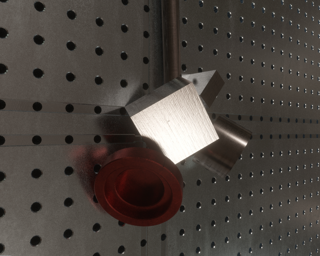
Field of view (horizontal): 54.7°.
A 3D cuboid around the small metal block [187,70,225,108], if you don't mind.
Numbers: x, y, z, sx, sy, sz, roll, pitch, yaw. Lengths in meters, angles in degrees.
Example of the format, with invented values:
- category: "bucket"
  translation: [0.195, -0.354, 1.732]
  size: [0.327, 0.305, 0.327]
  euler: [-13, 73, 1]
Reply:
- category: "small metal block"
  translation: [0.056, -0.054, 0.442]
  size: [0.025, 0.050, 0.050]
  euler: [49, 61, -29]

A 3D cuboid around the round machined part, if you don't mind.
- category: "round machined part"
  translation: [-0.022, 0.063, 0.358]
  size: [0.098, 0.098, 0.042]
  euler: [62, 19, -22]

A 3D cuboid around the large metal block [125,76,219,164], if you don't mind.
- category: "large metal block"
  translation: [0.014, -0.007, 0.384]
  size: [0.080, 0.050, 0.080]
  euler: [-30, 112, -4]

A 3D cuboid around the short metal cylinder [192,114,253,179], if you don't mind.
- category: "short metal cylinder"
  translation: [0.088, 0.026, 0.442]
  size: [0.050, 0.080, 0.080]
  euler: [31, 63, 10]

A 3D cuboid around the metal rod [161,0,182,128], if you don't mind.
- category: "metal rod"
  translation: [0.015, -0.149, 0.422]
  size: [0.025, 0.025, 0.298]
  euler: [-4, 92, -40]
